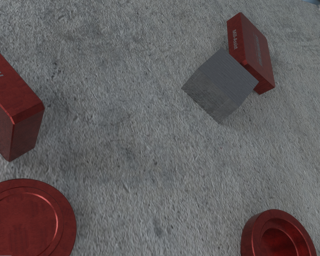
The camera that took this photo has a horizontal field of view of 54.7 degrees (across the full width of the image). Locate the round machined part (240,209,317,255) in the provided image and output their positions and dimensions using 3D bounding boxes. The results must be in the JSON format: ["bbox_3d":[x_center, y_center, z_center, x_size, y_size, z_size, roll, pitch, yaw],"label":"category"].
[{"bbox_3d":[0.138,0.152,0.377,0.099,0.042,0.098,14,56,-21],"label":"round machined part"}]

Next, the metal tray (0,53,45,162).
[{"bbox_3d":[-0.168,-0.039,0.295,0.130,0.090,0.030,48,51,5],"label":"metal tray"}]

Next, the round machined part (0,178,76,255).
[{"bbox_3d":[-0.123,0.090,0.272,0.099,0.042,0.098,14,56,-21],"label":"round machined part"}]

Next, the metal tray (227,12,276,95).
[{"bbox_3d":[0.162,-0.134,0.556,0.090,0.030,0.130,29,49,-33],"label":"metal tray"}]

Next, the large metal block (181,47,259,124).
[{"bbox_3d":[0.094,-0.067,0.482,0.080,0.050,0.080,44,51,2],"label":"large metal block"}]
